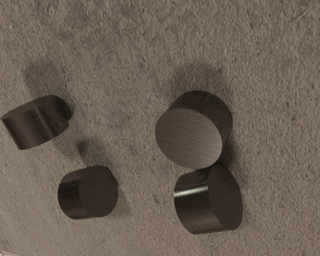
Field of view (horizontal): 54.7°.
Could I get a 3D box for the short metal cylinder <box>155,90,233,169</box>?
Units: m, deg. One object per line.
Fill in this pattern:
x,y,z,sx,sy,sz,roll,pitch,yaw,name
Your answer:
0.041,0.002,0.369,0.080,0.050,0.079,13,124,20,short metal cylinder

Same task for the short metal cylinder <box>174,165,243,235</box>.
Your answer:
0.063,0.091,0.394,0.050,0.080,0.080,-23,106,36,short metal cylinder

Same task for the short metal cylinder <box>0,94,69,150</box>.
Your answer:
-0.184,-0.010,0.459,0.080,0.080,0.050,-8,114,31,short metal cylinder

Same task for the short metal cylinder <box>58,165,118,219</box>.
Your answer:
-0.113,0.103,0.492,0.050,0.080,0.080,-18,109,35,short metal cylinder
